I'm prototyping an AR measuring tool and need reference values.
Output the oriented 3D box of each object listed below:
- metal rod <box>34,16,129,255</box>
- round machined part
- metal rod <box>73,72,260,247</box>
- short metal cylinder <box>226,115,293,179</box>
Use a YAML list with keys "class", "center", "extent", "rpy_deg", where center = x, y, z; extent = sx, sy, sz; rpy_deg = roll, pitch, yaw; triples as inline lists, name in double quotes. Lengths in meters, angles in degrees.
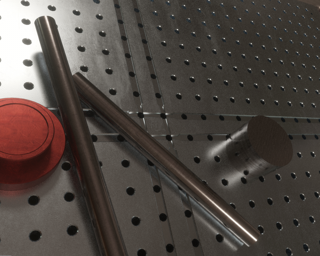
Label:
- class: "metal rod"
  center: [-0.092, 0.003, 0.344]
  extent: [0.025, 0.025, 0.299]
  rpy_deg: [-10, 71, -33]
- class: "round machined part"
  center: [-0.146, 0.010, 0.313]
  extent: [0.099, 0.042, 0.098]
  rpy_deg: [14, 56, -21]
- class: "metal rod"
  center: [0.004, 0.039, 0.387]
  extent: [0.300, 0.025, 0.025]
  rpy_deg: [41, 51, 0]
- class: "short metal cylinder"
  center: [0.146, 0.028, 0.456]
  extent: [0.081, 0.050, 0.080]
  rpy_deg: [14, 56, -21]
